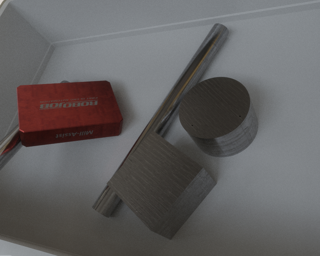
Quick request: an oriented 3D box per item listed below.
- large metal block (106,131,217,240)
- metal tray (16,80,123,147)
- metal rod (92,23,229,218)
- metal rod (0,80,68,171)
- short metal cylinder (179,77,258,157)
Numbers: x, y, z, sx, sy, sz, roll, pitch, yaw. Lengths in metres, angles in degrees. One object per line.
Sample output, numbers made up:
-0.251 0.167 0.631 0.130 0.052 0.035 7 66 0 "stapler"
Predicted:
0.002 0.063 0.349 0.080 0.050 0.080 -49 52 -7 "large metal block"
-0.127 -0.024 0.435 0.131 0.030 0.090 -7 49 -21 "metal tray"
0.008 -0.019 0.412 0.025 0.025 0.300 24 74 36 "metal rod"
-0.194 0.016 0.415 0.025 0.025 0.301 -11 32 22 "metal rod"
0.069 -0.012 0.360 0.080 0.050 0.080 -13 56 20 "short metal cylinder"
